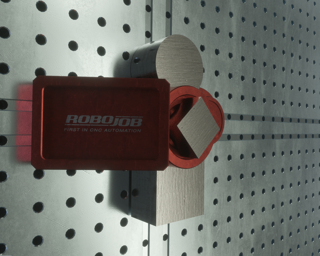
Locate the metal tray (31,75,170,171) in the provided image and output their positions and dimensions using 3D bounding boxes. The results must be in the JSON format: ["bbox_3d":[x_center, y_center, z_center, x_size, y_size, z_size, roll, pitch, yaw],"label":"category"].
[{"bbox_3d":[-0.057,-0.004,0.311,0.131,0.030,0.089,1,89,-3],"label":"metal tray"}]

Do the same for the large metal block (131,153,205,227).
[{"bbox_3d":[0.011,0.073,0.398,0.081,0.050,0.080,1,90,-40],"label":"large metal block"}]

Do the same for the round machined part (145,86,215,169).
[{"bbox_3d":[0.020,-0.001,0.377,0.099,0.042,0.097,0,90,-40],"label":"round machined part"}]

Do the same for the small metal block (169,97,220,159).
[{"bbox_3d":[0.037,-0.001,0.360,0.050,0.025,0.050,-49,119,-29],"label":"small metal block"}]

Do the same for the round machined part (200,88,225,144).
[{"bbox_3d":[0.055,-0.010,0.442,0.099,0.042,0.097,0,90,-40],"label":"round machined part"}]

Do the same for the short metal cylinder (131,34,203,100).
[{"bbox_3d":[0.010,-0.075,0.400,0.081,0.050,0.080,0,90,-40],"label":"short metal cylinder"}]
